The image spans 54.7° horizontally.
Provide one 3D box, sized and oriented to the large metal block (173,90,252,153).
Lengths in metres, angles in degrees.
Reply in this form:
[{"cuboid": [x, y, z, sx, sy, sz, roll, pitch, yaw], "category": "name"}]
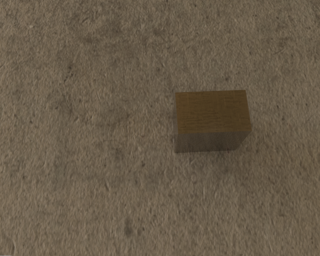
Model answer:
[{"cuboid": [0.059, -0.005, 0.382, 0.081, 0.080, 0.050, -2, 70, -1], "category": "large metal block"}]
